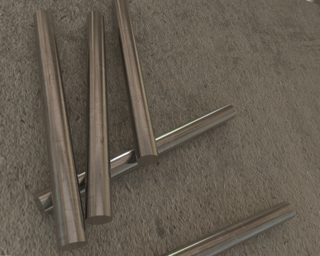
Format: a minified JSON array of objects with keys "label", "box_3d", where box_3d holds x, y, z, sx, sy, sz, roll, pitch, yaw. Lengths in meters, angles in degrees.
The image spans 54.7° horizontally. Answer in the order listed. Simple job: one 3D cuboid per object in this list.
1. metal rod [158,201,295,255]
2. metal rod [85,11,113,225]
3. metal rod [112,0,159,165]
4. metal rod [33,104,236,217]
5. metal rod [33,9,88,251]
[{"label":"metal rod","box_3d":[0.050,0.135,0.347,0.303,0.025,0.025,-10,67,-32]},{"label":"metal rod","box_3d":[-0.075,-0.038,0.366,0.025,0.025,0.299,9,52,-24]},{"label":"metal rod","box_3d":[-0.039,-0.089,0.418,0.025,0.025,0.299,5,54,-26]},{"label":"metal rod","box_3d":[-0.004,0.024,0.386,0.302,0.025,0.025,-24,75,-37]},{"label":"metal rod","box_3d":[-0.114,-0.023,0.336,0.025,0.025,0.299,0,56,-28]}]
